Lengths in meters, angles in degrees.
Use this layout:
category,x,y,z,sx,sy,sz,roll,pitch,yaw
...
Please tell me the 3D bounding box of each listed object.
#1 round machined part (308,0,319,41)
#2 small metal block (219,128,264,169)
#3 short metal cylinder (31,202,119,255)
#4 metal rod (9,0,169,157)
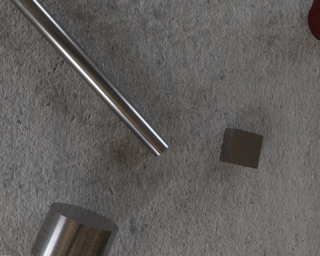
category,x,y,z,sx,sy,sz,roll,pitch,yaw
round machined part,0.285,-0.180,0.507,0.099,0.042,0.097,0,90,-21
small metal block,0.120,0.030,0.455,0.050,0.025,0.050,13,86,-20
short metal cylinder,-0.093,0.123,0.346,0.080,0.080,0.050,25,82,-19
metal rod,-0.095,-0.079,0.374,0.025,0.025,0.300,-46,105,-14
